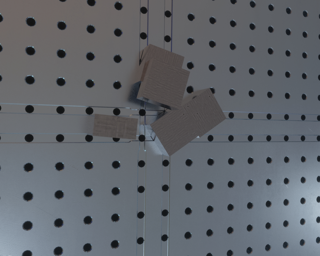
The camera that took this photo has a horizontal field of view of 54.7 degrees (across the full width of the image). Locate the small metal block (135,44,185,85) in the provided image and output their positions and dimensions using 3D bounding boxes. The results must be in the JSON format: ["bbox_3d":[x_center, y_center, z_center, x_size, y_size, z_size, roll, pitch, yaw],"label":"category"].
[{"bbox_3d":[-0.001,-0.077,0.413,0.050,0.025,0.050,16,85,-20],"label":"small metal block"}]

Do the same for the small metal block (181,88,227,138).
[{"bbox_3d":[0.057,-0.021,0.435,0.050,0.025,0.050,-34,102,-17],"label":"small metal block"}]

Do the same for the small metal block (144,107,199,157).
[{"bbox_3d":[0.015,0.003,0.419,0.050,0.025,0.050,-35,102,-17],"label":"small metal block"}]

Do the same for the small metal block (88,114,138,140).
[{"bbox_3d":[-0.059,-0.001,0.378,0.050,0.050,0.025,6,88,-20],"label":"small metal block"}]

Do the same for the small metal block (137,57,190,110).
[{"bbox_3d":[0.004,-0.054,0.389,0.050,0.025,0.050,18,84,-20],"label":"small metal block"}]
